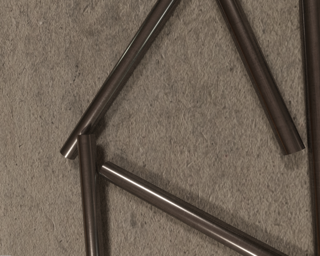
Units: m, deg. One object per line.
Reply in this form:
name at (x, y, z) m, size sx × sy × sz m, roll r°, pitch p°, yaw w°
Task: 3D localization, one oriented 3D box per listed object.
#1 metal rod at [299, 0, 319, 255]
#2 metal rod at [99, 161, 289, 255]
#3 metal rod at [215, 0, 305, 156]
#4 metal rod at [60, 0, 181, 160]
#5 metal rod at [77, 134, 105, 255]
metal rod at (0.178, 0.003, 0.346) m, size 0.025 × 0.025 × 0.298 m, roll -3°, pitch 89°, yaw 19°
metal rod at (0.053, 0.117, 0.389) m, size 0.301 × 0.025 × 0.025 m, roll 25°, pitch 98°, yaw 18°
metal rod at (0.100, -0.111, 0.373) m, size 0.025 × 0.025 × 0.299 m, roll -24°, pitch 82°, yaw 18°
metal rod at (-0.050, -0.080, 0.425) m, size 0.025 × 0.025 × 0.299 m, roll 39°, pitch 102°, yaw 15°
metal rod at (-0.092, 0.157, 0.430) m, size 0.025 × 0.025 × 0.298 m, roll -3°, pitch 93°, yaw 19°
